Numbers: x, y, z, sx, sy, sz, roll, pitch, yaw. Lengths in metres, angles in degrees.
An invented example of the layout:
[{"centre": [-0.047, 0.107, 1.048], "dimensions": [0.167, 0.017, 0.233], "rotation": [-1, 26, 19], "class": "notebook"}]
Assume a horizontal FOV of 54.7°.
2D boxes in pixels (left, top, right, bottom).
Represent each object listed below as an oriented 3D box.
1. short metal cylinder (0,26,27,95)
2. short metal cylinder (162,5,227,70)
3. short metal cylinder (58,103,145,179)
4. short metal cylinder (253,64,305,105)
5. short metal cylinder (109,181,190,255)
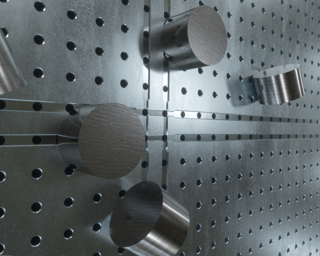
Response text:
[{"centre": [-0.155, -0.044, 0.244], "dimensions": [0.081, 0.080, 0.050], "rotation": [-31, 110, -36], "class": "short metal cylinder"}, {"centre": [0.049, -0.125, 0.436], "dimensions": [0.081, 0.050, 0.079], "rotation": [0, 90, -40], "class": "short metal cylinder"}, {"centre": [-0.063, 0.013, 0.341], "dimensions": [0.081, 0.050, 0.079], "rotation": [0, 90, -40], "class": "short metal cylinder"}, {"centre": [0.213, -0.079, 0.555], "dimensions": [0.081, 0.080, 0.050], "rotation": [-29, 109, -36], "class": "short metal cylinder"}, {"centre": [-0.013, 0.110, 0.365], "dimensions": [0.050, 0.080, 0.080], "rotation": [44, 64, -32], "class": "short metal cylinder"}]
